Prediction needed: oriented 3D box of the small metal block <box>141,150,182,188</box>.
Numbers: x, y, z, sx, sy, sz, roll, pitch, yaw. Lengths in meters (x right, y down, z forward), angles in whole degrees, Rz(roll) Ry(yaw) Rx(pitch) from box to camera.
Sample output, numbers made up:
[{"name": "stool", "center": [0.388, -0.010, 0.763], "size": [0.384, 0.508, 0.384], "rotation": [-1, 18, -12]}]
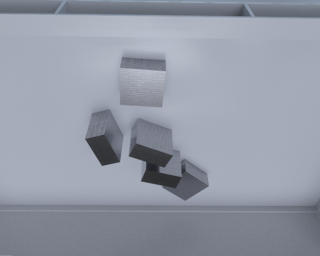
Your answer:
[{"name": "small metal block", "center": [0.002, 0.053, 0.438], "size": [0.050, 0.050, 0.025], "rotation": [13, 129, -11]}]

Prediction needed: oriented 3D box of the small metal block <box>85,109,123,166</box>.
[{"name": "small metal block", "center": [-0.070, 0.012, 0.402], "size": [0.025, 0.050, 0.050], "rotation": [-13, 129, 11]}]

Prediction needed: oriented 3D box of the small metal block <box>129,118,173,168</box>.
[{"name": "small metal block", "center": [-0.011, 0.019, 0.409], "size": [0.050, 0.050, 0.025], "rotation": [20, 127, -16]}]

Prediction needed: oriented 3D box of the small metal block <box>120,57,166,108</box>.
[{"name": "small metal block", "center": [-0.020, -0.053, 0.364], "size": [0.050, 0.025, 0.050], "rotation": [3, 130, -3]}]

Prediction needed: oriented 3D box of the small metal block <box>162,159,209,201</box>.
[{"name": "small metal block", "center": [0.039, 0.081, 0.478], "size": [0.050, 0.025, 0.050], "rotation": [35, 122, -26]}]
